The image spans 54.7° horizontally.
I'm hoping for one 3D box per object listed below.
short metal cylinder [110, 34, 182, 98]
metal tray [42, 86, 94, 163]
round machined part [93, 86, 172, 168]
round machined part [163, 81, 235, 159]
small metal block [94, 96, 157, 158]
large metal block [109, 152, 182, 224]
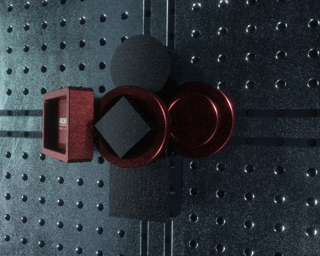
[{"bbox_3d":[-0.017,-0.075,0.405,0.080,0.050,0.080,0,90,20],"label":"short metal cylinder"},{"bbox_3d":[-0.127,-0.005,0.416,0.130,0.030,0.089,2,91,57],"label":"metal tray"},{"bbox_3d":[-0.032,-0.001,0.384,0.098,0.042,0.097,0,90,20],"label":"round machined part"},{"bbox_3d":[0.042,-0.010,0.387,0.098,0.042,0.097,0,90,20],"label":"round machined part"},{"bbox_3d":[-0.039,-0.001,0.360,0.050,0.025,0.050,-43,77,15],"label":"small metal block"},{"bbox_3d":[-0.018,0.073,0.402,0.080,0.050,0.080,1,90,20],"label":"large metal block"}]
